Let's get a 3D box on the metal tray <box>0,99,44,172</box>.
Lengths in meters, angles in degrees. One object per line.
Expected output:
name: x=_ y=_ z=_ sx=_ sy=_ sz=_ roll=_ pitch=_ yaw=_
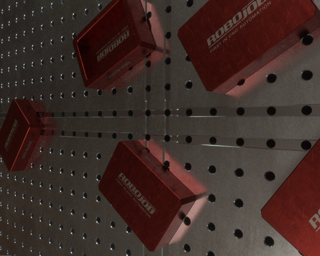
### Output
metal tray: x=-0.295 y=0.015 z=0.645 sx=0.090 sy=0.030 sz=0.129 roll=48 pitch=118 yaw=29

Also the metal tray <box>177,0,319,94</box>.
metal tray: x=0.089 y=-0.108 z=0.332 sx=0.130 sy=0.030 sz=0.090 roll=-37 pitch=68 yaw=33

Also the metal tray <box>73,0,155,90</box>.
metal tray: x=-0.074 y=-0.126 z=0.464 sx=0.130 sy=0.030 sz=0.090 roll=-29 pitch=72 yaw=36

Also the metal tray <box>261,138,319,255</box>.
metal tray: x=0.164 y=0.059 z=0.271 sx=0.090 sy=0.030 sz=0.129 roll=43 pitch=116 yaw=31

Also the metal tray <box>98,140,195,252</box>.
metal tray: x=-0.024 y=0.088 z=0.424 sx=0.130 sy=0.030 sz=0.089 roll=41 pitch=114 yaw=32
